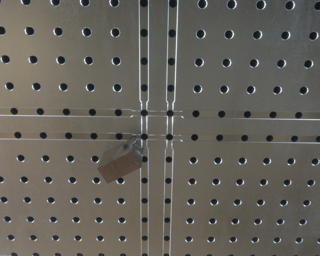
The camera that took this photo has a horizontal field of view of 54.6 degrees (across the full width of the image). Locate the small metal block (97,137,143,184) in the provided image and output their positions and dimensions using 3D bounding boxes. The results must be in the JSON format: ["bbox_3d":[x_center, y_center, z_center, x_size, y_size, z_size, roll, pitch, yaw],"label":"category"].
[{"bbox_3d":[-0.051,0.042,0.415,0.050,0.050,0.025,-27,108,9],"label":"small metal block"}]
